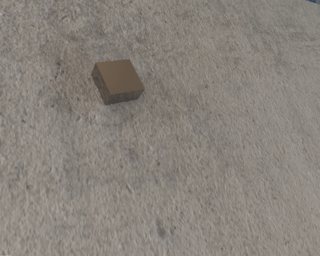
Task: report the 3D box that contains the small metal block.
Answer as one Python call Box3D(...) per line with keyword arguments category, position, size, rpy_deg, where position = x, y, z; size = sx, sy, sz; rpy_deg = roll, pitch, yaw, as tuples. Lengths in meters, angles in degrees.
Box3D(category="small metal block", position=(-0.056, -0.061, 0.411), size=(0.050, 0.025, 0.050), rpy_deg=(-15, 70, -34))
